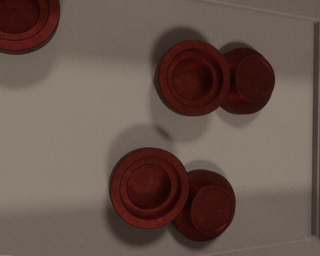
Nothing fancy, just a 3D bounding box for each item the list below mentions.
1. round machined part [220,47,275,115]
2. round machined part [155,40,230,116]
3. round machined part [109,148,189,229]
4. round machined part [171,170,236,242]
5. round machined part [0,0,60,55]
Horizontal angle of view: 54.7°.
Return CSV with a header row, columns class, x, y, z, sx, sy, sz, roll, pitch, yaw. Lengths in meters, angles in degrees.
class,x,y,z,sx,sy,sz,roll,pitch,yaw
round machined part,0.126,-0.068,0.450,0.099,0.042,0.097,0,90,-21
round machined part,0.040,-0.064,0.414,0.099,0.042,0.097,0,91,-15
round machined part,-0.016,0.073,0.394,0.099,0.042,0.097,0,88,-16
round machined part,0.063,0.108,0.426,0.099,0.042,0.097,0,90,-21
round machined part,-0.163,-0.129,0.341,0.099,0.042,0.097,0,90,-21
